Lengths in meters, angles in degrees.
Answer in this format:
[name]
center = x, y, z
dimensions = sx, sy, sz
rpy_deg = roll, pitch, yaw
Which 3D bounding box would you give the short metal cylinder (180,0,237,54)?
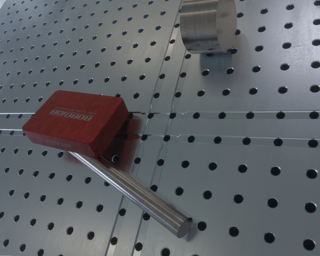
[short metal cylinder]
center = 0.068, -0.143, 0.425
dimensions = 0.050, 0.080, 0.080
rpy_deg = 6, 65, 31

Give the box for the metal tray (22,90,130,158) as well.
[metal tray]
center = -0.122, -0.011, 0.453
dimensions = 0.130, 0.030, 0.090
rpy_deg = 9, 50, 26

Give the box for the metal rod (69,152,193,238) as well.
[metal rod]
center = -0.080, 0.051, 0.418
dimensions = 0.300, 0.025, 0.025
rpy_deg = 27, 77, 37
